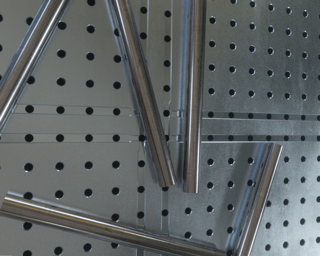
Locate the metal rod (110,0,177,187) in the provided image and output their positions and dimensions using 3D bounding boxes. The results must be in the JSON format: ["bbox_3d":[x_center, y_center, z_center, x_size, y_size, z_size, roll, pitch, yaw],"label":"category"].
[{"bbox_3d":[-0.026,-0.069,0.403,0.025,0.025,0.298,-16,96,-20],"label":"metal rod"}]

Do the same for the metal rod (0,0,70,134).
[{"bbox_3d":[-0.145,-0.100,0.359,0.025,0.025,0.299,27,81,-19],"label":"metal rod"}]

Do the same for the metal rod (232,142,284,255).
[{"bbox_3d":[0.129,0.166,0.462,0.025,0.025,0.299,22,82,-19],"label":"metal rod"}]

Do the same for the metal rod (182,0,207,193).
[{"bbox_3d":[0.048,-0.061,0.431,0.025,0.025,0.298,3,89,-20],"label":"metal rod"}]

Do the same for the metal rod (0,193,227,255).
[{"bbox_3d":[-0.044,0.137,0.397,0.302,0.025,0.025,21,83,-19],"label":"metal rod"}]
